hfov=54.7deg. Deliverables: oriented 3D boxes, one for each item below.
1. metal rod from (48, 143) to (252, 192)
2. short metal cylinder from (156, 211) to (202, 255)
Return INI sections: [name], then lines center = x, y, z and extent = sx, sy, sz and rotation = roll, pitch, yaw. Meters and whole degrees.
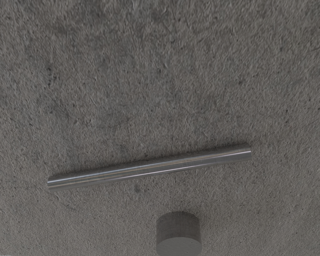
[metal rod]
center = -0.020, 0.060, 0.457
extent = 0.301, 0.025, 0.025
rotation = -10, 130, 8
[short metal cylinder]
center = 0.033, 0.195, 0.557
extent = 0.081, 0.050, 0.079
rotation = 0, 130, 0
